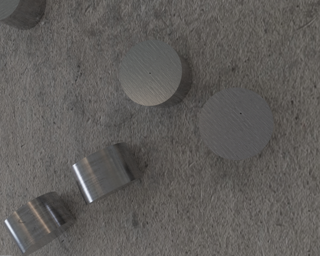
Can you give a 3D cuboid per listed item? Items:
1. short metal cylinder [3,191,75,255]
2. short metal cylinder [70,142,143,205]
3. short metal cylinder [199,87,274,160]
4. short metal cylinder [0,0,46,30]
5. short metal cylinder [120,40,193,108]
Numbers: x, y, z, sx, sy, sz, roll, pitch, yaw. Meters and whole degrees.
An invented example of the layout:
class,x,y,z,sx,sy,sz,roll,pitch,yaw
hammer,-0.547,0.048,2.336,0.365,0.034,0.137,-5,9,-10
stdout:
class,x,y,z,sx,sy,sz,roll,pitch,yaw
short metal cylinder,-0.169,0.135,0.440,0.080,0.080,0.050,-42,77,15
short metal cylinder,-0.069,0.059,0.404,0.080,0.080,0.050,-31,80,17
short metal cylinder,0.091,-0.005,0.364,0.080,0.050,0.080,0,90,20
short metal cylinder,-0.225,-0.197,0.475,0.080,0.050,0.080,0,90,20
short metal cylinder,-0.004,-0.067,0.397,0.080,0.050,0.080,0,90,20
